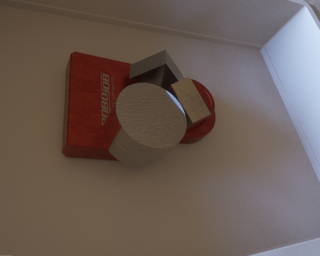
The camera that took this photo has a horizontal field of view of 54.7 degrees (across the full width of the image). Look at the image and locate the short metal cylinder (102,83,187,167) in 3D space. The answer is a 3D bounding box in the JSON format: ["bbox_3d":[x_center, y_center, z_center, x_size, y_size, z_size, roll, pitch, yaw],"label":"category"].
[{"bbox_3d":[-0.018,-0.003,0.342,0.081,0.050,0.080,14,56,-21],"label":"short metal cylinder"}]

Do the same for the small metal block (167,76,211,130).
[{"bbox_3d":[0.030,-0.026,0.371,0.025,0.050,0.050,-27,83,-18],"label":"small metal block"}]

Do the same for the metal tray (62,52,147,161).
[{"bbox_3d":[-0.068,-0.027,0.378,0.091,0.030,0.130,8,58,-25],"label":"metal tray"}]

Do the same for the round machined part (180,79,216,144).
[{"bbox_3d":[0.037,-0.031,0.432,0.099,0.042,0.098,14,56,-21],"label":"round machined part"}]

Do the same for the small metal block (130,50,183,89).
[{"bbox_3d":[-0.003,-0.065,0.394,0.050,0.050,0.025,47,32,-46],"label":"small metal block"}]
